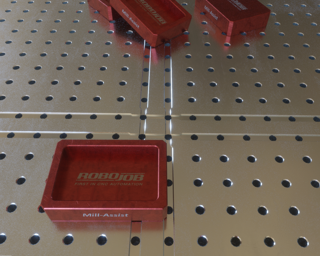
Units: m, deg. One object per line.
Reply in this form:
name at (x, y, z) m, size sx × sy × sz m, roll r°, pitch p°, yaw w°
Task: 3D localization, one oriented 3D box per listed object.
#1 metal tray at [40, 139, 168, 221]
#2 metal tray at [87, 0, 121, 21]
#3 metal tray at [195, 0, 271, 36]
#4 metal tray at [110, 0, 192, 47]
metal tray at (-0.057, 0.057, 0.355) m, size 0.131 × 0.030 × 0.090 m, roll 0°, pitch 50°, yaw 0°
metal tray at (-0.071, -0.270, 0.630) m, size 0.131 × 0.030 × 0.090 m, roll -31°, pitch 57°, yaw -24°
metal tray at (0.138, -0.235, 0.604) m, size 0.091 × 0.030 × 0.130 m, roll -19°, pitch 53°, yaw -16°
metal tray at (-0.018, -0.215, 0.562) m, size 0.091 × 0.030 × 0.130 m, roll -34°, pitch 73°, yaw -25°
